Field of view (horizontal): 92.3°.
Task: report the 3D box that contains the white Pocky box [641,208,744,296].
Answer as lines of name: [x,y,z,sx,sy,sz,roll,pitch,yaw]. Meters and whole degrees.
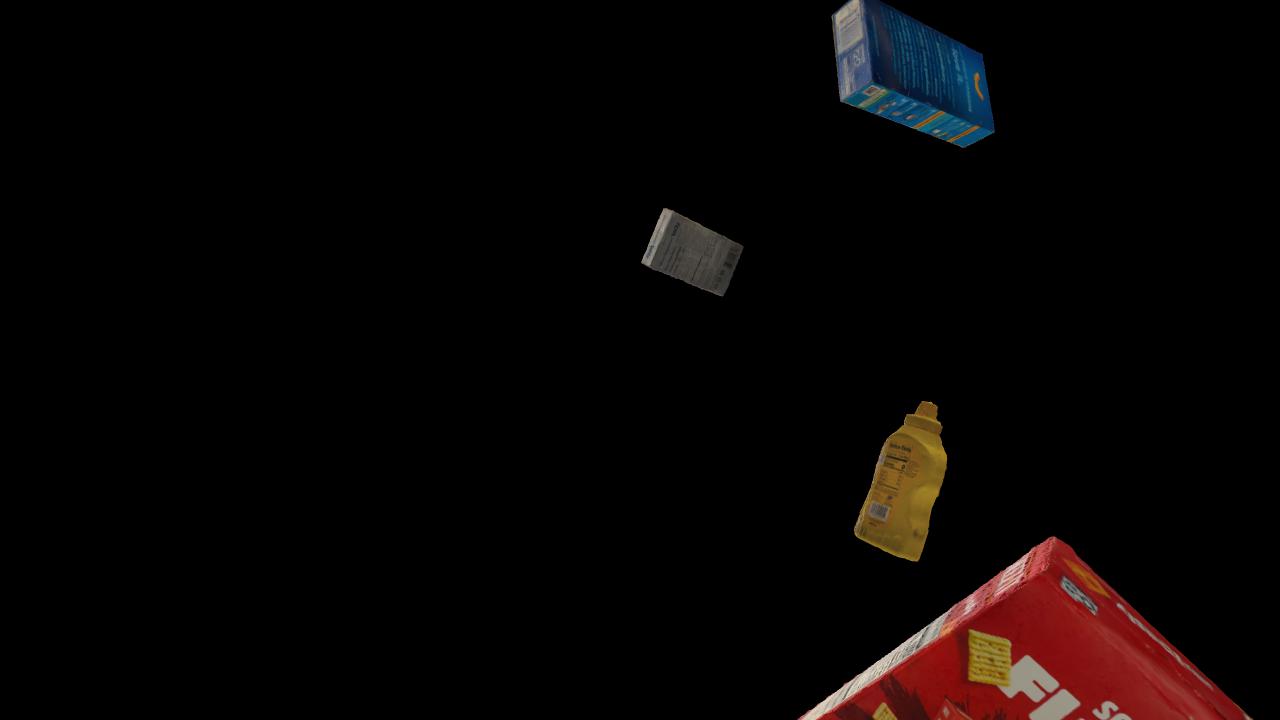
white Pocky box: [0.079,-0.151,0.885,0.154,0.084,0.028,15,12,-40]

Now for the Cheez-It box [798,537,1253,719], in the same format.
Cheez-It box: [0.187,0.225,0.312,0.071,0.223,0.166,-5,47,-51]

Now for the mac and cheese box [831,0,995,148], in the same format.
mac and cheese box: [0.264,-0.272,0.588,0.184,0.093,0.041,4,-14,-30]

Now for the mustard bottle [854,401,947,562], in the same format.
mustard bottle: [0.318,0.137,0.733,0.054,0.184,0.092,20,-4,-11]
